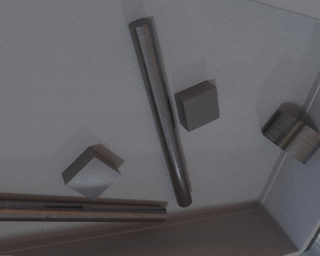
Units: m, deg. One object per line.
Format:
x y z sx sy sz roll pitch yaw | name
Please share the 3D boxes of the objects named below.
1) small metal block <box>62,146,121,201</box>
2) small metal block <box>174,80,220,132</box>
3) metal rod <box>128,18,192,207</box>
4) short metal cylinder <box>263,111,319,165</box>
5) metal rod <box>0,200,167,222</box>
-0.088 0.059 0.399 0.050 0.025 0.050 -44 130 2 | small metal block
0.051 -0.030 0.420 0.050 0.025 0.050 -25 128 -14 | small metal block
0.009 0.004 0.417 0.025 0.025 0.298 -25 128 -13 | metal rod
0.217 0.015 0.504 0.080 0.080 0.050 27 104 -38 | short metal cylinder
-0.119 0.113 0.414 0.302 0.025 0.025 12 112 -34 | metal rod
